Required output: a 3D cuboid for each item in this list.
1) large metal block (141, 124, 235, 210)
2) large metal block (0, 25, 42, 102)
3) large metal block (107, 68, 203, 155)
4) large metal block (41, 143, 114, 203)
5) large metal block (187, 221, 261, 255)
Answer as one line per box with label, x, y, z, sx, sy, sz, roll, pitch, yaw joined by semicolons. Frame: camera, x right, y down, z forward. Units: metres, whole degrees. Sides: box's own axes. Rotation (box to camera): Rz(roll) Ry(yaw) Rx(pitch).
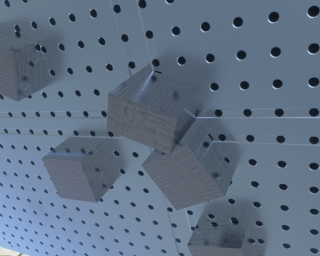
large metal block;0.037;0.053;0.409;0.080;0.050;0.080;-29;103;37
large metal block;-0.225;-0.097;0.455;0.080;0.050;0.079;23;127;14
large metal block;-0.005;-0.023;0.365;0.080;0.080;0.050;21;126;16
large metal block;-0.134;0.072;0.511;0.080;0.050;0.080;0;118;28
large metal block;0.098;0.186;0.459;0.080;0.050;0.080;-10;113;32
